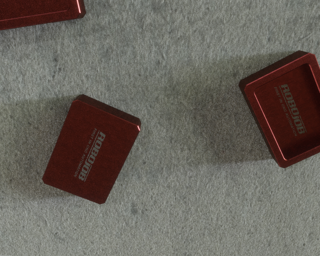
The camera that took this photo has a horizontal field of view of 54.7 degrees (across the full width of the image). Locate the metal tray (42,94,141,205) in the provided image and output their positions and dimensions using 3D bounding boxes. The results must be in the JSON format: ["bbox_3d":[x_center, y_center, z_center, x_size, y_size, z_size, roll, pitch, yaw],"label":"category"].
[{"bbox_3d":[-0.092,0.031,0.417,0.090,0.030,0.129,24,108,-9],"label":"metal tray"}]

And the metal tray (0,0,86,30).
[{"bbox_3d":[-0.159,-0.160,0.345,0.131,0.030,0.089,-8,110,2],"label":"metal tray"}]

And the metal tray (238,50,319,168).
[{"bbox_3d":[0.171,-0.022,0.401,0.090,0.030,0.130,-27,108,9],"label":"metal tray"}]
